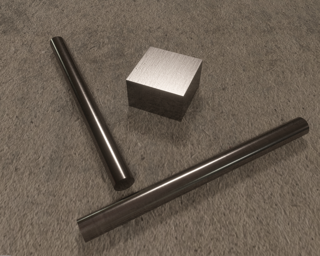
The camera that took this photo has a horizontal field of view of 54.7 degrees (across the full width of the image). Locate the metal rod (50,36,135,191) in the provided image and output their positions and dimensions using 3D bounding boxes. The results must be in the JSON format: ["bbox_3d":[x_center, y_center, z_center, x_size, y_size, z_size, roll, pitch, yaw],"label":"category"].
[{"bbox_3d":[-0.106,-0.040,0.435,0.025,0.025,0.300,-20,53,-17],"label":"metal rod"}]

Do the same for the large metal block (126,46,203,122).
[{"bbox_3d":[0.008,-0.064,0.441,0.080,0.050,0.080,18,52,14],"label":"large metal block"}]

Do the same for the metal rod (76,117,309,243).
[{"bbox_3d":[0.053,0.051,0.360,0.302,0.025,0.025,-22,54,-18],"label":"metal rod"}]
